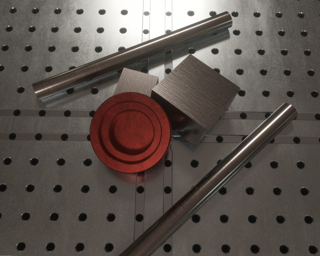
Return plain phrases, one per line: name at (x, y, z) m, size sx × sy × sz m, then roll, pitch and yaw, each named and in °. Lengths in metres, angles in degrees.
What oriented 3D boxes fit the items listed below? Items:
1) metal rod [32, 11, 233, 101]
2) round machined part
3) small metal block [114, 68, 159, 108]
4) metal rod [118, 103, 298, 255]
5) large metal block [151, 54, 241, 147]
metal rod at (-0.033, -0.108, 0.450) m, size 0.302 × 0.025 × 0.025 m, roll -23°, pitch 72°, yaw -9°
round machined part at (-0.034, 0.006, 0.389) m, size 0.099 × 0.042 × 0.097 m, roll 0°, pitch 89°, yaw 6°
small metal block at (-0.033, -0.050, 0.430) m, size 0.050 × 0.025 × 0.050 m, roll 16°, pitch 71°, yaw 5°
metal rod at (0.065, 0.069, 0.387) m, size 0.301 × 0.025 × 0.025 m, roll -40°, pitch 75°, yaw -14°
large metal block at (0.043, -0.037, 0.405) m, size 0.080 × 0.050 × 0.080 m, roll 38°, pitch 63°, yaw 12°
